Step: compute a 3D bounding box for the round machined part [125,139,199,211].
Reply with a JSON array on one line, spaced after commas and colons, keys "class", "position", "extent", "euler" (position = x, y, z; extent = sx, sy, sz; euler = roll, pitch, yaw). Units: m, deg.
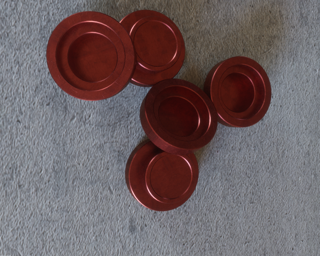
[{"class": "round machined part", "position": [0.008, 0.060, 0.405], "extent": [0.099, 0.042, 0.097], "euler": [0, 90, -21]}]

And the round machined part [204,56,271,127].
[{"class": "round machined part", "position": [0.105, -0.050, 0.441], "extent": [0.099, 0.042, 0.097], "euler": [0, 90, -21]}]

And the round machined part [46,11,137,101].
[{"class": "round machined part", "position": [-0.076, -0.081, 0.362], "extent": [0.099, 0.042, 0.097], "euler": [0, 97, 1]}]

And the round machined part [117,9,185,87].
[{"class": "round machined part", "position": [-0.012, -0.103, 0.397], "extent": [0.099, 0.042, 0.097], "euler": [0, 90, -21]}]

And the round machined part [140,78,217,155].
[{"class": "round machined part", "position": [0.021, -0.011, 0.399], "extent": [0.099, 0.042, 0.098], "euler": [9, 64, -19]}]
